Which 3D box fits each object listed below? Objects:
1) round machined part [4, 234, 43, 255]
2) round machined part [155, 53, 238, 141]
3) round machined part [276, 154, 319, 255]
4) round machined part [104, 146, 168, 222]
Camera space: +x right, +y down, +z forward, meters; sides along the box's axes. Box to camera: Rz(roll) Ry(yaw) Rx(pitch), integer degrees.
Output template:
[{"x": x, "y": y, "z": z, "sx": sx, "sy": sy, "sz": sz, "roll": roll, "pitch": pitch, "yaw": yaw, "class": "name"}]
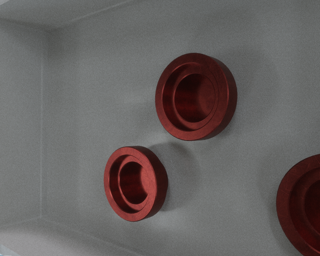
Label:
[{"x": -0.272, "y": 0.263, "z": 0.623, "sx": 0.098, "sy": 0.042, "sz": 0.097, "roll": 0, "pitch": 90, "yaw": 40, "class": "round machined part"}, {"x": 0.045, "y": -0.034, "z": 0.359, "sx": 0.098, "sy": 0.042, "sz": 0.097, "roll": 0, "pitch": 90, "yaw": 40, "class": "round machined part"}, {"x": 0.157, "y": 0.069, "z": 0.266, "sx": 0.098, "sy": 0.042, "sz": 0.097, "roll": 0, "pitch": 90, "yaw": 40, "class": "round machined part"}, {"x": -0.028, "y": 0.072, "z": 0.419, "sx": 0.098, "sy": 0.042, "sz": 0.097, "roll": 0, "pitch": 90, "yaw": 40, "class": "round machined part"}]
